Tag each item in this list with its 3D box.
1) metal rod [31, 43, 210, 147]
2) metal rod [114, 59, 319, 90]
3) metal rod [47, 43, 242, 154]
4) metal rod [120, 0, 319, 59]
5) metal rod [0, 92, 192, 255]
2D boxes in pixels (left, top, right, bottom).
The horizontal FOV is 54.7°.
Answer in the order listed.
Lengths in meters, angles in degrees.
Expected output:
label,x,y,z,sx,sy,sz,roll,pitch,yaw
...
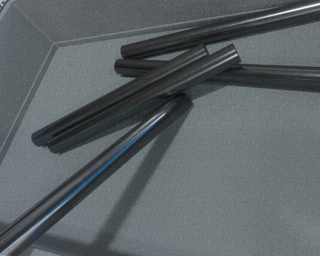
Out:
label,x,y,z,sx,sy,sz,roll,pitch,yaw
metal rod,-0.068,-0.040,0.448,0.300,0.025,0.025,-24,53,20
metal rod,0.060,-0.077,0.421,0.300,0.025,0.025,10,67,32
metal rod,-0.035,-0.031,0.423,0.300,0.025,0.025,-25,53,20
metal rod,0.077,-0.139,0.450,0.300,0.025,0.025,-6,59,25
metal rod,-0.059,0.040,0.322,0.025,0.025,0.302,17,42,35
